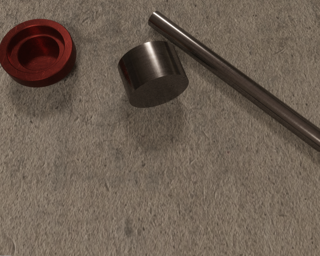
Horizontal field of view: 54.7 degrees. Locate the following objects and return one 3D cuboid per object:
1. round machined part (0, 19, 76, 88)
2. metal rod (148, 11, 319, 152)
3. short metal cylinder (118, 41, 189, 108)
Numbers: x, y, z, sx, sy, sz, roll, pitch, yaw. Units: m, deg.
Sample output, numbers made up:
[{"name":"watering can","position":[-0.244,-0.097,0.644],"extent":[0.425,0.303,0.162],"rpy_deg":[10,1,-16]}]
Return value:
[{"name":"round machined part","position":[-0.166,-0.100,0.433],"extent":[0.099,0.042,0.098],"rpy_deg":[0,70,-1]},{"name":"metal rod","position":[0.103,-0.072,0.435],"extent":[0.300,0.025,0.025],"rpy_deg":[40,75,13]},{"name":"short metal cylinder","position":[-0.009,-0.067,0.404],"extent":[0.081,0.080,0.050],"rpy_deg":[-18,71,-7]}]
